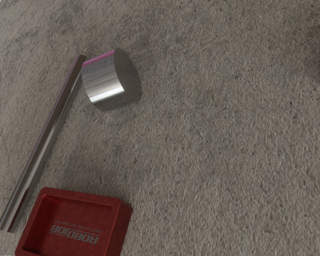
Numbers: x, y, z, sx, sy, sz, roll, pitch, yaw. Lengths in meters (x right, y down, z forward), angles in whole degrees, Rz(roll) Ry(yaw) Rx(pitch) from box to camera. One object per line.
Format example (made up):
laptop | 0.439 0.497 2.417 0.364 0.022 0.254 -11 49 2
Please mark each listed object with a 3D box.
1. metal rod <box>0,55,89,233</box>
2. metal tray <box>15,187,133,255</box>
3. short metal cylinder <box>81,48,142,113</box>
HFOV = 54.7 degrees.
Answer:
metal rod | -0.174 0.010 0.486 0.025 0.025 0.300 3 63 29
metal tray | -0.106 0.125 0.377 0.130 0.030 0.090 1 62 28
short metal cylinder | -0.067 -0.067 0.444 0.050 0.080 0.080 -17 55 18
